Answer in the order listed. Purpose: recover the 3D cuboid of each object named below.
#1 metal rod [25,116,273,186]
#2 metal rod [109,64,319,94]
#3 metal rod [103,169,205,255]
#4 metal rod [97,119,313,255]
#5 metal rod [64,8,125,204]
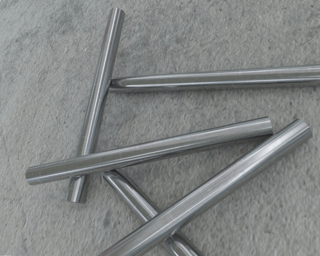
[{"bbox_3d":[-0.022,0.031,0.371,0.301,0.025,0.025,-12,56,12],"label":"metal rod"},{"bbox_3d":[0.057,-0.062,0.411,0.300,0.025,0.025,2,63,28],"label":"metal rod"},{"bbox_3d":[0.030,0.130,0.307,0.025,0.025,0.300,-48,52,-5],"label":"metal rod"},{"bbox_3d":[0.025,0.083,0.311,0.301,0.025,0.025,-33,51,-5],"label":"metal rod"},{"bbox_3d":[-0.090,-0.044,0.449,0.025,0.025,0.299,-1,69,27],"label":"metal rod"}]
